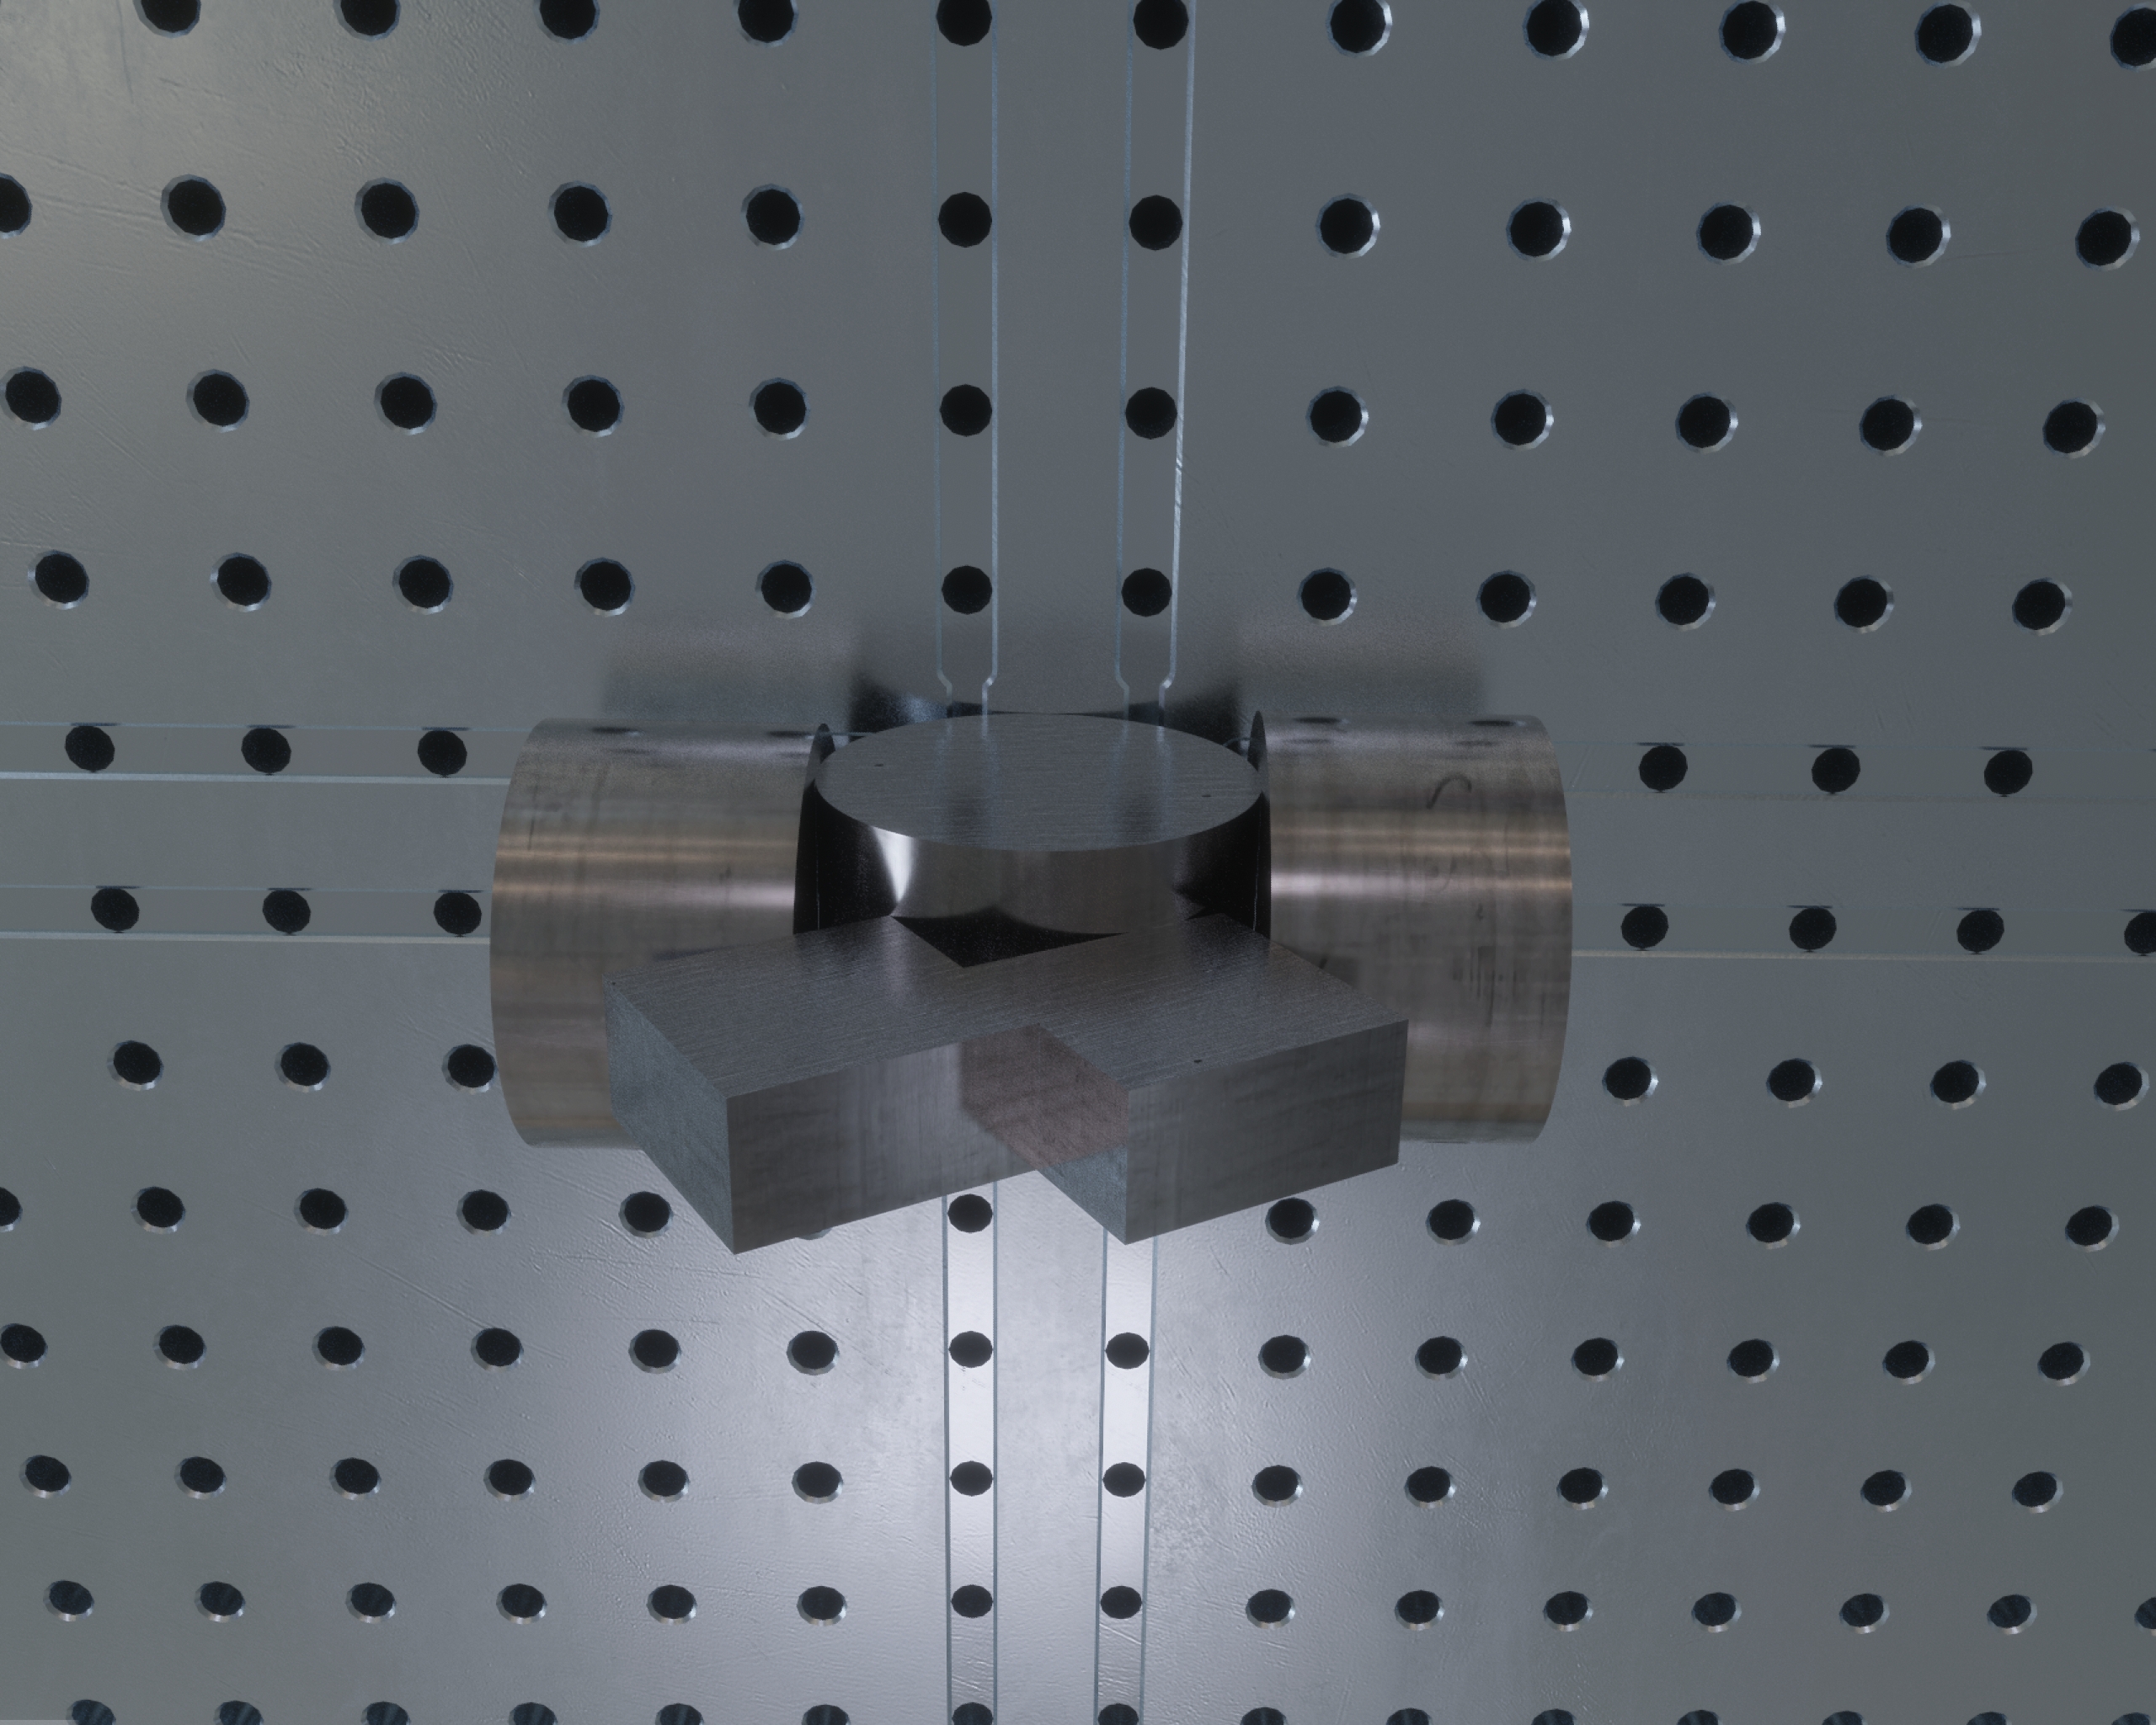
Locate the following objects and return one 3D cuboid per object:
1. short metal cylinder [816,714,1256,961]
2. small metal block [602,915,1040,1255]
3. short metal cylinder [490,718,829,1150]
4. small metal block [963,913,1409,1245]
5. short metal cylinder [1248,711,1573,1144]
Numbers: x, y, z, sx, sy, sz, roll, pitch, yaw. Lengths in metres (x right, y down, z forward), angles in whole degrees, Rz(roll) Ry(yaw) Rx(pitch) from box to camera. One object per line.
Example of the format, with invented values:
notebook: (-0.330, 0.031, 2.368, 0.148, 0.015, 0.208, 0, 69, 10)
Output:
short metal cylinder: (-0.007, 0.008, 0.386, 0.081, 0.080, 0.050, 1, 110, -1)
small metal block: (-0.040, 0.032, 0.325, 0.050, 0.050, 0.025, -11, 114, -30)
short metal cylinder: (-0.073, 0.013, 0.388, 0.050, 0.080, 0.079, 1, 110, 0)
small metal block: (0.016, 0.032, 0.330, 0.050, 0.050, 0.025, -11, 113, -29)
short metal cylinder: (0.058, 0.012, 0.388, 0.050, 0.080, 0.079, 1, 110, 0)
